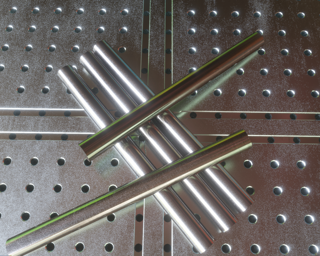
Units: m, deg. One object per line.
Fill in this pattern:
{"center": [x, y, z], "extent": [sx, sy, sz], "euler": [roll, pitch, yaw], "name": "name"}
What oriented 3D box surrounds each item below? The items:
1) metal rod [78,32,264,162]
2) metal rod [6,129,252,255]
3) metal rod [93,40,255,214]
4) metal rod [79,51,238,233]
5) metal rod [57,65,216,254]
{"center": [0.029, -0.051, 0.409], "extent": [0.302, 0.025, 0.025], "euler": [-34, 74, -20], "name": "metal rod"}
{"center": [-0.035, 0.076, 0.361], "extent": [0.301, 0.025, 0.025], "euler": [-25, 72, -1], "name": "metal rod"}
{"center": [0.009, -0.011, 0.416], "extent": [0.025, 0.025, 0.300], "euler": [-39, 75, -13], "name": "metal rod"}
{"center": [-0.011, 0.008, 0.408], "extent": [0.025, 0.025, 0.300], "euler": [-37, 75, -13], "name": "metal rod"}
{"center": [-0.039, 0.030, 0.400], "extent": [0.025, 0.025, 0.300], "euler": [-37, 75, -13], "name": "metal rod"}
